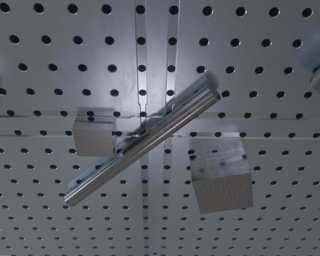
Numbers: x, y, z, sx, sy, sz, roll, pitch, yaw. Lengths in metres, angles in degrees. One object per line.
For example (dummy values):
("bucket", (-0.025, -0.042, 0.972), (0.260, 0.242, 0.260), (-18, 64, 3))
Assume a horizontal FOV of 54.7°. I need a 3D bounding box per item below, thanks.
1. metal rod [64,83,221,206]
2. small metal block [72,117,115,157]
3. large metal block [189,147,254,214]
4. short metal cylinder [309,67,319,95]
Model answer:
("metal rod", (-0.041, 0.037, 0.442), (0.299, 0.025, 0.025), (-37, 121, 27))
("small metal block", (-0.088, 0.013, 0.422), (0.050, 0.025, 0.050), (2, 130, -2))
("large metal block", (0.092, 0.080, 0.465), (0.080, 0.050, 0.080), (-10, 130, 8))
("short metal cylinder", (0.214, -0.048, 0.337), (0.080, 0.080, 0.050), (23, 126, -19))
